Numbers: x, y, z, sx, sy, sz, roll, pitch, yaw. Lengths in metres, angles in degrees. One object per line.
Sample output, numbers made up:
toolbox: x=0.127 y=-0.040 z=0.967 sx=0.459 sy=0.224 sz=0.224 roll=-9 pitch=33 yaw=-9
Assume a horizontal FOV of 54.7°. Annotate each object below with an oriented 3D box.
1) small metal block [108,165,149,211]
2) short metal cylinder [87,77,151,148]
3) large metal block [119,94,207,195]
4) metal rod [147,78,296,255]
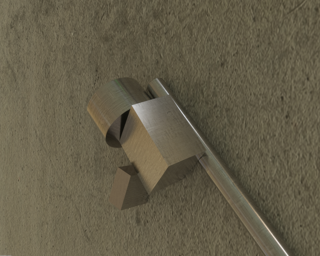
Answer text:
small metal block: x=-0.036 y=0.078 z=0.416 sx=0.025 sy=0.050 sz=0.050 roll=27 pitch=107 yaw=36
short metal cylinder: x=-0.047 y=-0.019 z=0.406 sx=0.050 sy=0.081 sz=0.080 roll=52 pitch=120 yaw=27
large metal block: x=-0.001 y=0.021 z=0.367 sx=0.080 sy=0.050 sz=0.080 roll=58 pitch=149 yaw=21
metal rod: x=0.070 y=0.056 z=0.345 sx=0.025 sy=0.025 sz=0.299 roll=-49 pitch=62 yaw=29
